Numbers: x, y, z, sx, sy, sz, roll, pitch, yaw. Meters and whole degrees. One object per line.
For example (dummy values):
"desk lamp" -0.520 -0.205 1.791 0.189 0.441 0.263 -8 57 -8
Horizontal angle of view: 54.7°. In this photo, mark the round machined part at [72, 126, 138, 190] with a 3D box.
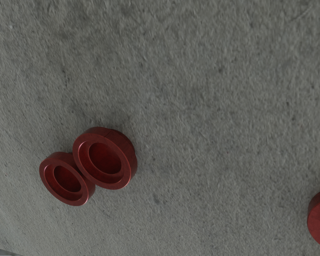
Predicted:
"round machined part" -0.076 0.040 0.459 0.098 0.042 0.097 13 124 20

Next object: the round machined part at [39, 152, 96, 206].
"round machined part" -0.150 0.080 0.522 0.098 0.042 0.097 13 124 20

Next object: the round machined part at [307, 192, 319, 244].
"round machined part" 0.221 0.115 0.351 0.098 0.042 0.097 13 124 20
